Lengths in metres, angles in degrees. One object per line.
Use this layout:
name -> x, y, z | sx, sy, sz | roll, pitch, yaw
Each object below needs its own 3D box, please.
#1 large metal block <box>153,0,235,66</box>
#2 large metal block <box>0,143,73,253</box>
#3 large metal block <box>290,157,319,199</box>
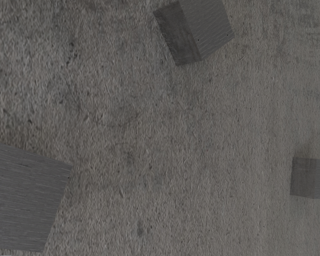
large metal block -> 0.049, -0.143, 0.429 | 0.080, 0.050, 0.080 | -40, 115, -33
large metal block -> -0.137, 0.058, 0.274 | 0.080, 0.050, 0.080 | 26, 74, -37
large metal block -> 0.324, 0.106, 0.660 | 0.081, 0.050, 0.080 | 11, 83, -40
